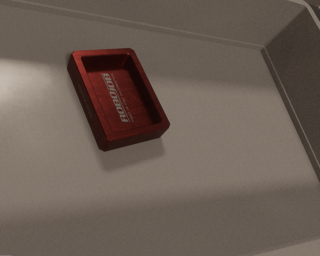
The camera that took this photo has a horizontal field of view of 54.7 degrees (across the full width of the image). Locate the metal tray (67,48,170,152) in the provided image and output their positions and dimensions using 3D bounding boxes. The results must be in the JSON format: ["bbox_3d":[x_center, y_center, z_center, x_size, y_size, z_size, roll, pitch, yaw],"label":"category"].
[{"bbox_3d":[-0.054,-0.042,0.399,0.091,0.030,0.130,-13,69,-34],"label":"metal tray"}]
